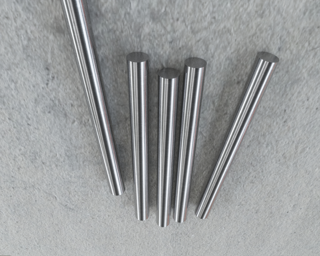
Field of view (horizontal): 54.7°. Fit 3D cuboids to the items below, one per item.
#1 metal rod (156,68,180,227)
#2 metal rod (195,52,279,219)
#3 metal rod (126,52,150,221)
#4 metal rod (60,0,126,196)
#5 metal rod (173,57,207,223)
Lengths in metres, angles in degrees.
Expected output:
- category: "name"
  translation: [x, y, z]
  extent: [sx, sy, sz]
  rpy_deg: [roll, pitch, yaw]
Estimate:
- category: "metal rod"
  translation: [0.008, 0.051, 0.450]
  extent: [0.025, 0.025, 0.298]
  rpy_deg: [0, 130, -1]
- category: "metal rod"
  translation: [0.096, 0.034, 0.437]
  extent: [0.025, 0.025, 0.298]
  rpy_deg: [7, 130, -6]
- category: "metal rod"
  translation: [-0.028, 0.035, 0.436]
  extent: [0.025, 0.025, 0.298]
  rpy_deg: [1, 130, -1]
- category: "metal rod"
  translation: [-0.076, -0.017, 0.391]
  extent: [0.025, 0.025, 0.298]
  rpy_deg: [-3, 130, 2]
- category: "metal rod"
  translation: [0.037, 0.040, 0.442]
  extent: [0.025, 0.025, 0.298]
  rpy_deg: [0, 130, -1]
